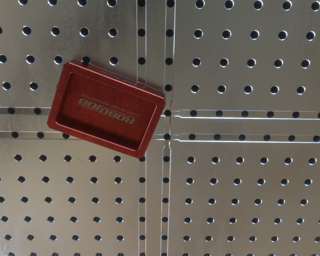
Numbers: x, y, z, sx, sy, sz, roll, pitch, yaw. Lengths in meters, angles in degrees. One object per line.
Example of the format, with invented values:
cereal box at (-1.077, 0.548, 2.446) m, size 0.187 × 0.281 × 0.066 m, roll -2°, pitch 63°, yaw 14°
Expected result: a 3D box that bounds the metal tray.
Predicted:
metal tray at (-0.068, -0.023, 0.401) m, size 0.131 × 0.030 × 0.089 m, roll 20°, pitch 109°, yaw -8°
